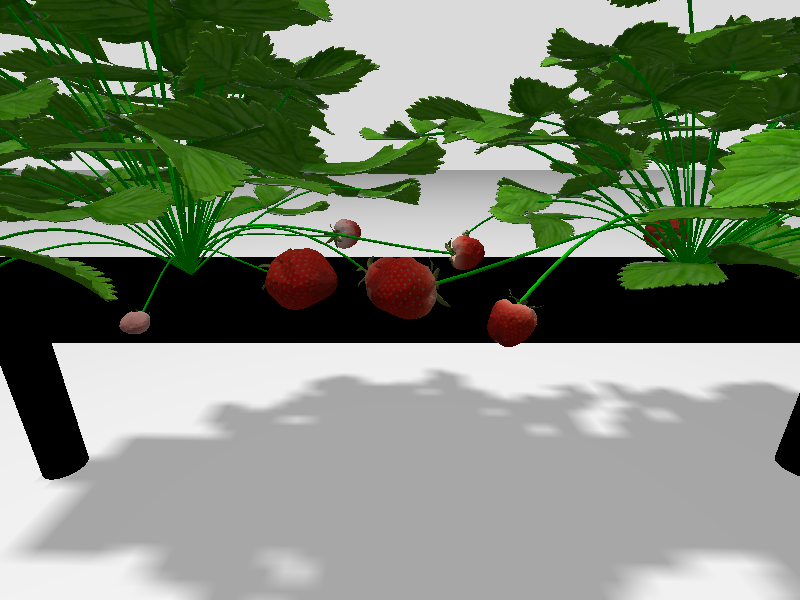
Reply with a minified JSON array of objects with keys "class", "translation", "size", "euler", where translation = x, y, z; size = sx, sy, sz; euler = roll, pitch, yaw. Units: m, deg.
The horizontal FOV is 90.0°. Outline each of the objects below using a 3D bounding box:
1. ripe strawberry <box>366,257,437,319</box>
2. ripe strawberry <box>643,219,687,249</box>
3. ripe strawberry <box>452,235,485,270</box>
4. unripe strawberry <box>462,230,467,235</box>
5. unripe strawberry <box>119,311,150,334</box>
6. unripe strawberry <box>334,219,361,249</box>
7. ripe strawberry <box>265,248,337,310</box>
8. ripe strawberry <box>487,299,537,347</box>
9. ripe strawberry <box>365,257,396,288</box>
[{"class":"ripe strawberry","translation":[-0.001,-0.007,0.257],"size":[0.041,0.041,0.045],"euler":[-8,21,-21]},{"class":"ripe strawberry","translation":[0.303,-0.079,0.456],"size":[0.045,0.039,0.046],"euler":[8,21,21]},{"class":"ripe strawberry","translation":[0.063,-0.044,0.372],"size":[0.031,0.033,0.029],"euler":[-1,20,-3]},{"class":"unripe strawberry","translation":[0.088,-0.089,0.539],"size":[0.011,0.010,0.010],"euler":[-17,25,-40]},{"class":"unripe strawberry","translation":[-0.157,0.014,0.237],"size":[0.016,0.014,0.015],"euler":[-5,21,-13]},{"class":"unripe strawberry","translation":[-0.060,-0.076,0.460],"size":[0.033,0.034,0.030],"euler":[-15,25,-37]},{"class":"ripe strawberry","translation":[-0.065,-0.013,0.271],"size":[0.043,0.043,0.047],"euler":[14,24,33]},{"class":"ripe strawberry","translation":[0.062,0.014,0.225],"size":[0.025,0.026,0.028],"euler":[36,-7,-40]},{"class":"ripe strawberry","translation":[-0.007,-0.014,0.289],"size":[0.033,0.033,0.036],"euler":[14,23,18]}]
